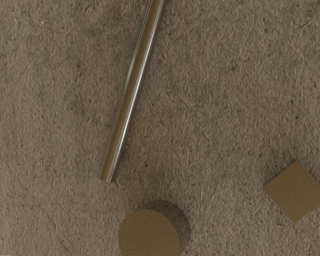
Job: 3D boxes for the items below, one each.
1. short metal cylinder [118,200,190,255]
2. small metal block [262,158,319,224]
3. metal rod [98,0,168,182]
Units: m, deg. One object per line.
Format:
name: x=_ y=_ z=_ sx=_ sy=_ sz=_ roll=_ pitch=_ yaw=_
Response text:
short metal cylinder: x=-0.006 y=0.138 z=0.398 sx=0.080 sy=0.050 sz=0.079 roll=0 pitch=90 yaw=20
small metal block: x=0.155 y=0.071 z=0.354 sx=0.050 sy=0.025 sz=0.050 roll=-44 pitch=76 yaw=14
metal rod: x=-0.032 y=-0.071 z=0.420 sx=0.025 sy=0.025 sz=0.298 roll=19 pitch=96 yaw=19
